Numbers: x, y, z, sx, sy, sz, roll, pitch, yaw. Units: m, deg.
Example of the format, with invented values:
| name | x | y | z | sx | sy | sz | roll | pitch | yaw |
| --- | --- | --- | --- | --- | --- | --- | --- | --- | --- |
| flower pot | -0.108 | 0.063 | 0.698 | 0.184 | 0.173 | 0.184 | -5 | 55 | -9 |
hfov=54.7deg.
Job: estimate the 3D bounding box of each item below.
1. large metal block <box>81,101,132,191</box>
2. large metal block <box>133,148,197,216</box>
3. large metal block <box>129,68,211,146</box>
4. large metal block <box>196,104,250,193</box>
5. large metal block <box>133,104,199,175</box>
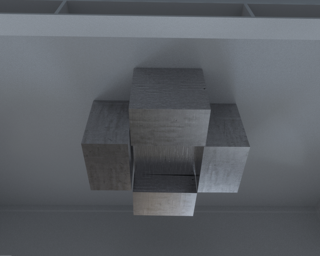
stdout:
| name | x | y | z | sx | sy | sz | roll | pitch | yaw |
| --- | --- | --- | --- | --- | --- | --- | --- | --- | --- |
| large metal block | -0.060 | 0.021 | 0.389 | 0.050 | 0.080 | 0.079 | 1 | 130 | -1 |
| large metal block | 0.005 | 0.074 | 0.434 | 0.081 | 0.080 | 0.050 | 1 | 130 | -1 |
| large metal block | 0.009 | -0.025 | 0.349 | 0.081 | 0.080 | 0.050 | 1 | 130 | -1 |
| large metal block | 0.073 | 0.025 | 0.394 | 0.050 | 0.080 | 0.079 | 1 | 130 | -1 |
| large metal block | 0.008 | 0.015 | 0.402 | 0.081 | 0.050 | 0.079 | 0 | 130 | -1 |
